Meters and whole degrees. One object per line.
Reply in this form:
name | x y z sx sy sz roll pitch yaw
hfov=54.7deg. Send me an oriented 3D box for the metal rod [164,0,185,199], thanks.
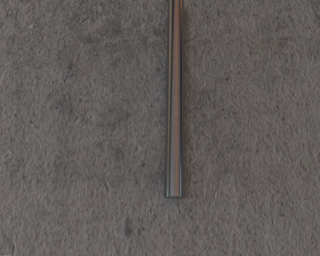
metal rod | 0.021 -0.055 0.428 0.025 0.025 0.299 1 70 0
